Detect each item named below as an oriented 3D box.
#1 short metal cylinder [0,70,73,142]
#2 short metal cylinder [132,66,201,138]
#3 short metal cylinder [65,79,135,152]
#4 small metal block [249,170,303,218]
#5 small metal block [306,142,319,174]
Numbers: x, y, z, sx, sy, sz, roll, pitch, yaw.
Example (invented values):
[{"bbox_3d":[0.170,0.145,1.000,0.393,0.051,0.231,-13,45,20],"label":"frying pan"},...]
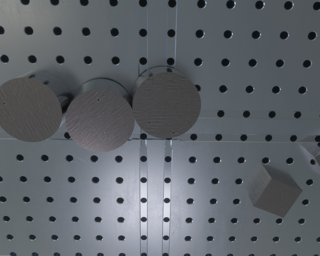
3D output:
[{"bbox_3d":[-0.156,-0.029,0.388,0.081,0.050,0.079,0,110,0],"label":"short metal cylinder"},{"bbox_3d":[0.006,-0.033,0.384,0.081,0.050,0.079,-2,109,-6],"label":"short metal cylinder"},{"bbox_3d":[-0.073,-0.017,0.388,0.081,0.050,0.079,-3,112,-7],"label":"short metal cylinder"},{"bbox_3d":[0.167,0.096,0.450,0.050,0.025,0.050,23,108,-8],"label":"small metal block"},{"bbox_3d":[0.243,0.042,0.431,0.050,0.025,0.050,-32,107,11],"label":"small metal block"}]
